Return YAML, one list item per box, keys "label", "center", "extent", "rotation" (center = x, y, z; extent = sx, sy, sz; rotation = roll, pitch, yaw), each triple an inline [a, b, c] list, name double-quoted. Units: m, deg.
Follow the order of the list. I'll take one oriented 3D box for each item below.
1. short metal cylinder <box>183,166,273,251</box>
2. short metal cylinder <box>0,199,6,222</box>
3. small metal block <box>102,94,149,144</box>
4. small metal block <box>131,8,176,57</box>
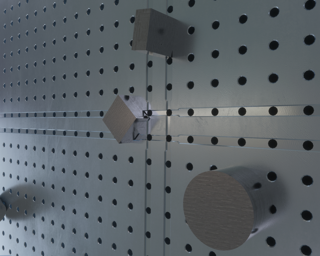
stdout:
- label: "short metal cylinder"
  center: [0.072, 0.083, 0.333]
  extent: [0.080, 0.050, 0.079]
  rotation: [0, 90, 39]
- label: "short metal cylinder"
  center: [-0.402, 0.186, 0.706]
  extent: [0.050, 0.081, 0.079]
  rotation: [35, 112, 34]
- label: "small metal block"
  center: [-0.051, -0.013, 0.452]
  extent: [0.050, 0.025, 0.050]
  rotation: [51, 120, 27]
- label: "small metal block"
  center: [-0.007, -0.121, 0.399]
  extent: [0.025, 0.050, 0.050]
  rotation: [12, 98, 39]
